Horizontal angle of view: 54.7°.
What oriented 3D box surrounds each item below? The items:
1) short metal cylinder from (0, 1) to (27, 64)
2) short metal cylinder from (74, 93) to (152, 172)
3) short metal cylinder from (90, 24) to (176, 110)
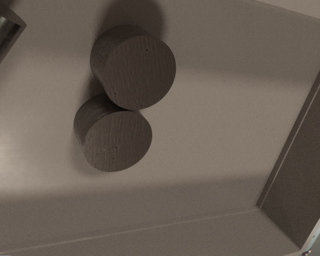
[{"bbox_3d":[-0.154,-0.084,0.237,0.080,0.080,0.050,32,100,-39],"label":"short metal cylinder"},{"bbox_3d":[-0.056,0.005,0.366,0.081,0.050,0.079,-14,125,-21],"label":"short metal cylinder"},{"bbox_3d":[-0.030,-0.066,0.336,0.081,0.050,0.079,-14,125,-21],"label":"short metal cylinder"}]
